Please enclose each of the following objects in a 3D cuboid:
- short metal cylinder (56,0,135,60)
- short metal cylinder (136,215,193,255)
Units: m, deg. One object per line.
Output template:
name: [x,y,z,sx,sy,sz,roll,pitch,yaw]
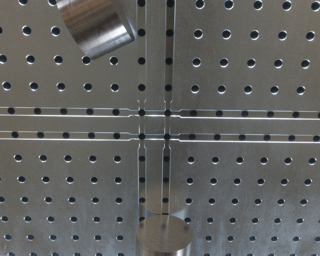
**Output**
short metal cylinder: [-0.068,-0.122,0.338,0.050,0.080,0.080,-24,109,8]
short metal cylinder: [0.005,0.171,0.447,0.081,0.080,0.050,2,110,-1]
